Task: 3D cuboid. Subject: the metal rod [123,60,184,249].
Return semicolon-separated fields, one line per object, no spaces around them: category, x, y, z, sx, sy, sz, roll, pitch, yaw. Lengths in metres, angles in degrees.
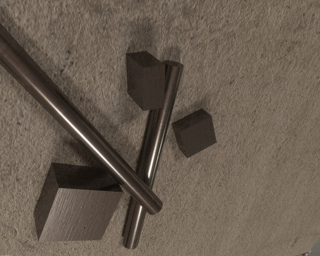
metal rod;-0.016;0.054;0.433;0.025;0.025;0.298;-1;119;-28

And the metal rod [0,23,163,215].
metal rod;-0.080;0.012;0.353;0.025;0.025;0.300;-38;124;-3

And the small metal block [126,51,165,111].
small metal block;-0.017;-0.054;0.349;0.025;0.050;0.050;-13;124;-22

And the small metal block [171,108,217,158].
small metal block;0.049;0.008;0.440;0.050;0.025;0.050;-27;128;-12

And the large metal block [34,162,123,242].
large metal block;-0.105;0.095;0.393;0.081;0.050;0.079;12;112;-34
